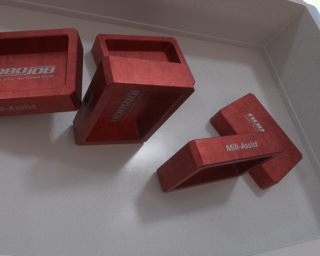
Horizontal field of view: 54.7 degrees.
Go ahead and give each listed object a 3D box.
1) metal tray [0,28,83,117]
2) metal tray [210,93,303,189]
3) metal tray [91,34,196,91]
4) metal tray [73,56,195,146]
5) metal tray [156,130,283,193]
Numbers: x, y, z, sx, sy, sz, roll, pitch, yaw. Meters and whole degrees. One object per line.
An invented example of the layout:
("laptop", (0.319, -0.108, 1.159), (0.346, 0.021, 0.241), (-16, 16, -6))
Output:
("metal tray", (-0.150, -0.058, 0.324), (0.131, 0.030, 0.090), (-4, 61, -3))
("metal tray", (0.148, 0.016, 0.475), (0.091, 0.030, 0.130), (-28, 77, -38))
("metal tray", (-0.022, -0.089, 0.445), (0.131, 0.030, 0.090), (-8, 66, -32))
("metal tray", (-0.034, -0.022, 0.334), (0.091, 0.129, 0.030), (-1, 64, -29))
("metal tray", (0.073, 0.041, 0.379), (0.131, 0.090, 0.030), (-5, 65, -31))
